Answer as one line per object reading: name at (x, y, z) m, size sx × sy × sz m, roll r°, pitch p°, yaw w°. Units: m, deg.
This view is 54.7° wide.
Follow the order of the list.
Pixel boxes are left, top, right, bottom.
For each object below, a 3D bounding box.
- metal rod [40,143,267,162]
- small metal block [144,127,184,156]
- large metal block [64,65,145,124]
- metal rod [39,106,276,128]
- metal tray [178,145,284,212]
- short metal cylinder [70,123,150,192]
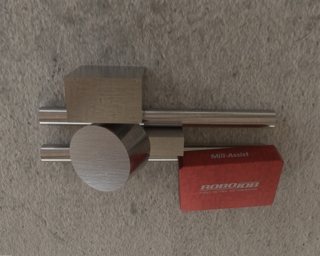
metal rod at (-0.007, 0.034, 0.424) m, size 0.302 × 0.025 × 0.025 m, roll 0°, pitch 110°, yaw -1°
small metal block at (0.004, 0.014, 0.402) m, size 0.050 × 0.050 × 0.025 m, roll 1°, pitch 110°, yaw -1°
large metal block at (-0.060, -0.042, 0.366) m, size 0.081 × 0.080 × 0.050 m, roll 1°, pitch 110°, yaw -1°
metal rod at (-0.002, -0.014, 0.406) m, size 0.302 × 0.025 × 0.025 m, roll 1°, pitch 110°, yaw -1°
metal tray at (0.091, 0.070, 0.420) m, size 0.131 × 0.030 × 0.089 m, roll -4°, pitch 128°, yaw -1°
short metal cylinder at (-0.059, 0.028, 0.369) m, size 0.080 × 0.050 × 0.079 m, roll 8°, pitch 110°, yaw 22°
